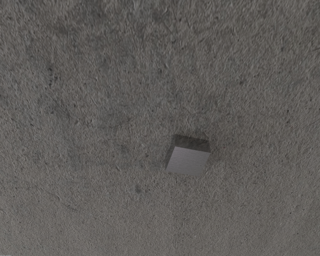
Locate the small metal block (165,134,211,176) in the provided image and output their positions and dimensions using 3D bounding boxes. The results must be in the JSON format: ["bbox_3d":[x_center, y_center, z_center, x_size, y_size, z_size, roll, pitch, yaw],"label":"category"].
[{"bbox_3d":[0.038,0.039,0.441,0.050,0.025,0.050,11,129,-9],"label":"small metal block"}]
